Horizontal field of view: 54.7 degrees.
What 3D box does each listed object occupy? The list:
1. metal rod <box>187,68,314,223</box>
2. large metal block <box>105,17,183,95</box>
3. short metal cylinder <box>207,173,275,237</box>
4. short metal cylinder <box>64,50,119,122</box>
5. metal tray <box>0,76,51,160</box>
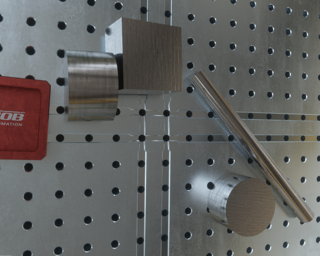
[{"bbox_3d":[0.143,0.034,0.467,0.025,0.025,0.300,-45,104,-15],"label":"metal rod"},{"bbox_3d":[-0.020,-0.084,0.385,0.081,0.050,0.079,-2,91,-31],"label":"large metal block"},{"bbox_3d":[0.115,0.108,0.444,0.081,0.050,0.079,0,90,-21],"label":"short metal cylinder"},{"bbox_3d":[-0.081,-0.047,0.354,0.050,0.080,0.079,-2,91,-20],"label":"short metal cylinder"},{"bbox_3d":[-0.192,-0.012,0.339,0.131,0.030,0.089,4,89,-20],"label":"metal tray"}]
